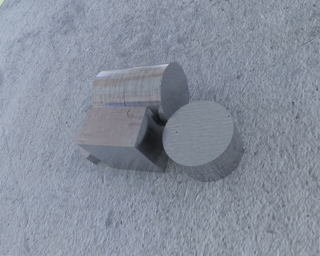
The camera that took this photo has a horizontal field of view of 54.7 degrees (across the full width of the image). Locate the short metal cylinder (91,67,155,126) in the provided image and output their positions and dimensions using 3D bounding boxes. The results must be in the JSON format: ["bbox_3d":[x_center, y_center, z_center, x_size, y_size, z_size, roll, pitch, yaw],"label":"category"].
[{"bbox_3d":[-0.047,-0.042,0.421,0.050,0.080,0.080,1,62,29],"label":"short metal cylinder"}]

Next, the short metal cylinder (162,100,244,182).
[{"bbox_3d":[0.050,0.016,0.353,0.080,0.050,0.080,-13,56,21],"label":"short metal cylinder"}]

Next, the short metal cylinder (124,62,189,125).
[{"bbox_3d":[-0.002,-0.042,0.398,0.050,0.080,0.080,1,62,29],"label":"short metal cylinder"}]

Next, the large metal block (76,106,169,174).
[{"bbox_3d":[-0.039,0.016,0.382,0.080,0.080,0.050,1,62,28],"label":"large metal block"}]

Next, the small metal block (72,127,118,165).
[{"bbox_3d":[-0.091,0.016,0.444,0.050,0.025,0.050,-44,51,-3],"label":"small metal block"}]
